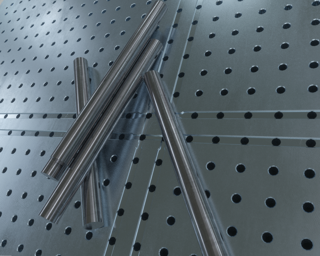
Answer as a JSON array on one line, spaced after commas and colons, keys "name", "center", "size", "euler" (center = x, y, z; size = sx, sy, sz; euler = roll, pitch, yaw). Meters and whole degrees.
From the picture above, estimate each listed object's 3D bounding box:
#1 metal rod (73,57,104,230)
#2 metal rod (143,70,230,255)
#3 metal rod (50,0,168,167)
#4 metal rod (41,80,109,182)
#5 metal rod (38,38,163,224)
[{"name": "metal rod", "center": [-0.111, 0.001, 0.463], "size": [0.025, 0.025, 0.299], "euler": [-24, 53, 13]}, {"name": "metal rod", "center": [0.026, 0.038, 0.370], "size": [0.025, 0.025, 0.299], "euler": [-27, 53, 11]}, {"name": "metal rod", "center": [-0.062, -0.079, 0.446], "size": [0.025, 0.025, 0.300], "euler": [11, 60, 32]}, {"name": "metal rod", "center": [-0.080, -0.058, 0.462], "size": [0.025, 0.025, 0.300], "euler": [10, 60, 32]}, {"name": "metal rod", "center": [-0.070, -0.012, 0.429], "size": [0.025, 0.025, 0.300], "euler": [11, 60, 32]}]
